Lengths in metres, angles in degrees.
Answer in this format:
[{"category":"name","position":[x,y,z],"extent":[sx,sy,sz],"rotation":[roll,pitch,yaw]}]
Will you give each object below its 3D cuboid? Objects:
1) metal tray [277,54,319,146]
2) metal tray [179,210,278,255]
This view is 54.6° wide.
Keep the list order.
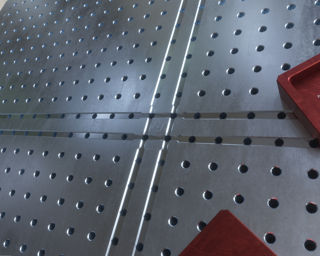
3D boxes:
[{"category":"metal tray","position":[0.205,-0.048,0.326],"extent":[0.130,0.030,0.090],"rotation":[-29,52,10]},{"category":"metal tray","position":[0.076,0.149,0.274],"extent":[0.090,0.030,0.130],"rotation":[-46,51,-4]}]
